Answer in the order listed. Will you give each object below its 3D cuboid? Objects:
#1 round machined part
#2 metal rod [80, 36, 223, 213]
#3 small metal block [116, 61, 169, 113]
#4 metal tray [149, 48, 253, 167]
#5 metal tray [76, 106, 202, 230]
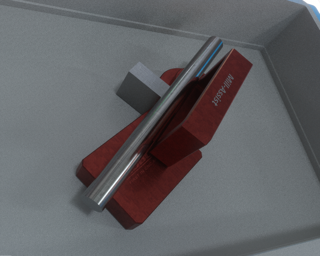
[{"bbox_3d":[0.043,-0.048,0.446,0.099,0.042,0.098,14,56,-21],"label":"round machined part"},{"bbox_3d":[0.009,-0.027,0.377,0.025,0.025,0.301,39,55,-3],"label":"metal rod"},{"bbox_3d":[-0.023,-0.050,0.407,0.050,0.050,0.025,39,51,-3],"label":"small metal block"},{"bbox_3d":[0.047,-0.023,0.354,0.030,0.090,0.130,39,57,-6],"label":"metal tray"},{"bbox_3d":[-0.019,0.041,0.366,0.090,0.030,0.131,46,51,4],"label":"metal tray"}]
